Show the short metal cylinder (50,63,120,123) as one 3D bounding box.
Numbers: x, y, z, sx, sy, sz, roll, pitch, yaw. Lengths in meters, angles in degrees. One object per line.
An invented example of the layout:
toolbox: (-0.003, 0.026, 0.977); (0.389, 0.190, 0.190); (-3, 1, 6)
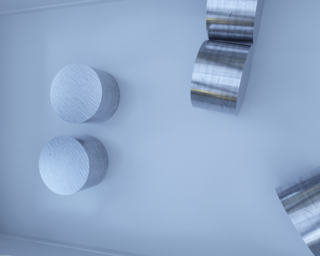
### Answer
short metal cylinder: (-0.103, -0.046, 0.432); (0.080, 0.050, 0.079); (0, 90, 19)

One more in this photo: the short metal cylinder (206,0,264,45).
short metal cylinder: (0.087, -0.137, 0.350); (0.050, 0.080, 0.079); (11, 94, 19)

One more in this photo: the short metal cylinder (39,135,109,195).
short metal cylinder: (-0.121, 0.050, 0.438); (0.080, 0.050, 0.079); (0, 90, 19)

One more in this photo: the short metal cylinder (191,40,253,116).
short metal cylinder: (0.072, -0.057, 0.356); (0.050, 0.080, 0.079); (13, 95, 19)

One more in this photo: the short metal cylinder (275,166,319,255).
short metal cylinder: (0.165, 0.086, 0.323); (0.050, 0.080, 0.080); (-33, 80, 17)
